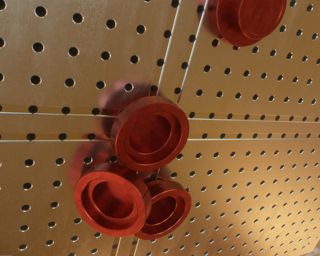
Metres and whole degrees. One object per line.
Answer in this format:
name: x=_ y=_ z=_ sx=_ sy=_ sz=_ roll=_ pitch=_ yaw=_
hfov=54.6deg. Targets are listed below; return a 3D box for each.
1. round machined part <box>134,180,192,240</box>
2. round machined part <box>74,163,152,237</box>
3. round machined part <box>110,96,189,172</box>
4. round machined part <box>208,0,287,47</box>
round machined part: x=-0.005 y=0.117 z=0.466 sx=0.099 sy=0.042 sz=0.097 roll=-17 pitch=128 yaw=-23
round machined part: x=-0.057 y=0.088 z=0.401 sx=0.098 sy=0.042 sz=0.097 roll=6 pitch=113 yaw=15
round machined part: x=-0.016 y=0.004 z=0.393 sx=0.099 sy=0.042 sz=0.097 roll=-14 pitch=124 yaw=-21
round machined part: x=0.110 y=-0.145 z=0.370 sx=0.099 sy=0.042 sz=0.097 roll=-14 pitch=124 yaw=-21
